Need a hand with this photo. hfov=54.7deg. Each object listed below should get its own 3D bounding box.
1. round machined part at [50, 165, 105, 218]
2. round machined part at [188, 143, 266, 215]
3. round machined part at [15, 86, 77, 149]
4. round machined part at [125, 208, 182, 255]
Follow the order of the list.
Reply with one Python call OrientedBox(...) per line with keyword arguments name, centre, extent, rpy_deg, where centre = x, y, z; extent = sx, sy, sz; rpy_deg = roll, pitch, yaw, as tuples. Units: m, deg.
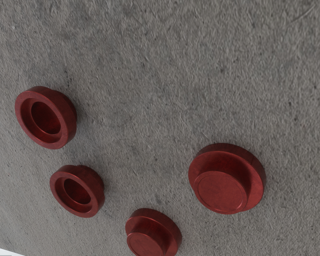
OrientedBox(name="round machined part", centre=(-0.136, 0.103, 0.531), extent=(0.098, 0.042, 0.097), rpy_deg=(13, 124, 21))
OrientedBox(name="round machined part", centre=(0.082, 0.071, 0.397), extent=(0.098, 0.042, 0.097), rpy_deg=(13, 124, 21))
OrientedBox(name="round machined part", centre=(-0.167, -0.019, 0.472), extent=(0.098, 0.042, 0.097), rpy_deg=(13, 124, 21))
OrientedBox(name="round machined part", centre=(-0.016, 0.186, 0.520), extent=(0.098, 0.042, 0.097), rpy_deg=(13, 124, 21))
